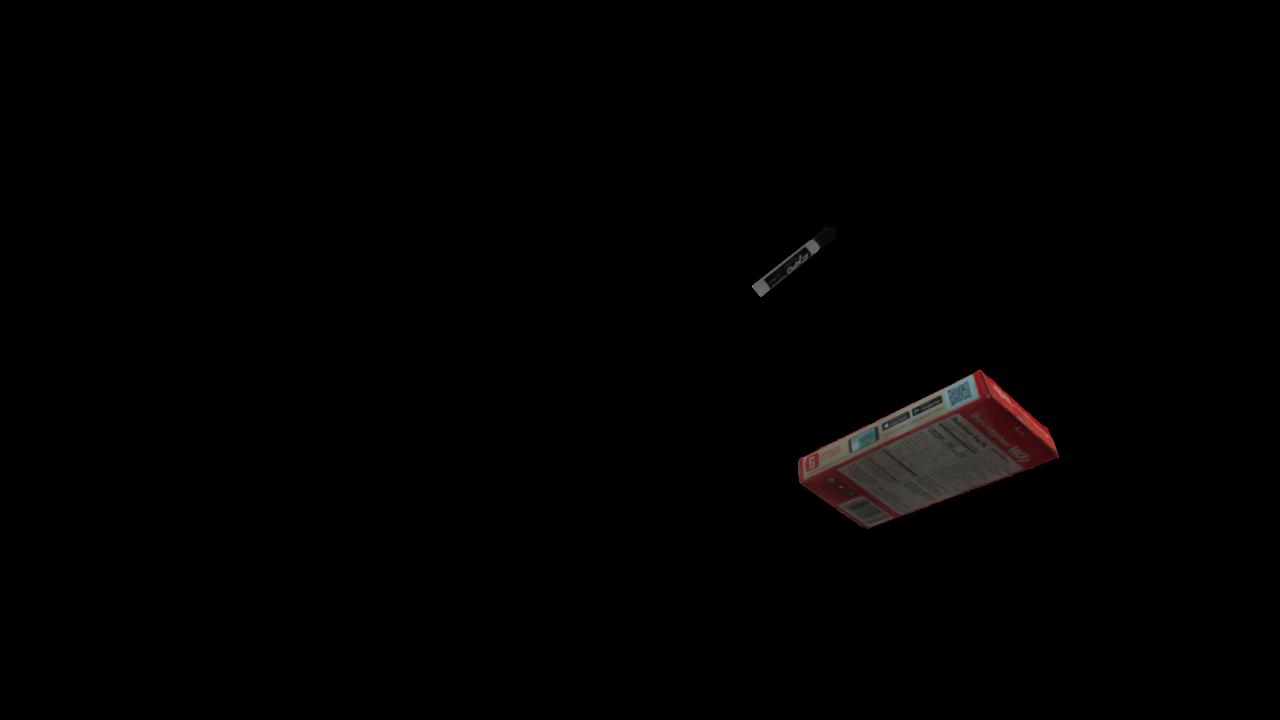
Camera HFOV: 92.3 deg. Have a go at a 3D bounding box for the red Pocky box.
[{"bbox_3d":[0.202,0.071,0.447,0.083,0.028,0.155,36,-48,-19],"label":"red Pocky box"}]

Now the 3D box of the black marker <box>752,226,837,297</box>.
[{"bbox_3d":[0.192,-0.123,0.761,0.121,0.020,0.020,-39,-7,8],"label":"black marker"}]
